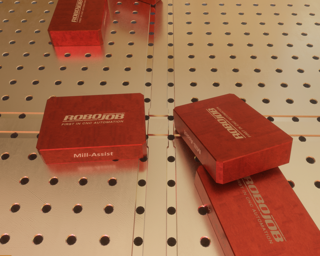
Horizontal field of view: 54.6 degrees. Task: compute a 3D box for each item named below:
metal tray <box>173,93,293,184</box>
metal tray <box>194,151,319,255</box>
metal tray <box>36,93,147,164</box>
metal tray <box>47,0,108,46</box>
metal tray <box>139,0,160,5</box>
[{"bbox_3d":[0.080,0.005,0.374,0.091,0.030,0.130,-15,33,-13],"label":"metal tray"},{"bbox_3d":[0.101,0.090,0.329,0.091,0.030,0.130,-13,51,-11],"label":"metal tray"},{"bbox_3d":[-0.084,-0.002,0.406,0.131,0.030,0.090,-3,50,-3],"label":"metal tray"},{"bbox_3d":[-0.147,-0.204,0.575,0.090,0.030,0.130,-1,50,-1],"label":"metal tray"},{"bbox_3d":[-0.056,-0.314,0.629,0.130,0.090,0.030,27,55,21],"label":"metal tray"}]
